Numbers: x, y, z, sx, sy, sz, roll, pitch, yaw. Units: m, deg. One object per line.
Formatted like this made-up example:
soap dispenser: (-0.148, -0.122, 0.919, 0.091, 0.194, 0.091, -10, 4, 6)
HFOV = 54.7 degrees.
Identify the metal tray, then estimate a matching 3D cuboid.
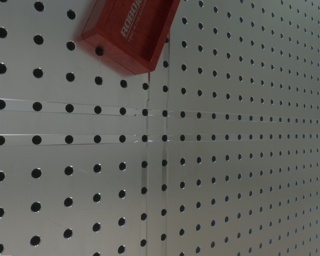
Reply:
metal tray: (-0.029, -0.144, 0.383, 0.090, 0.030, 0.130, 30, 71, -36)
